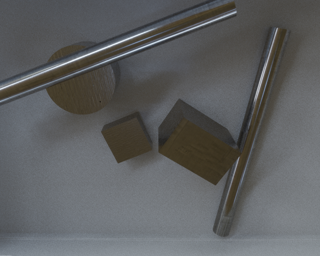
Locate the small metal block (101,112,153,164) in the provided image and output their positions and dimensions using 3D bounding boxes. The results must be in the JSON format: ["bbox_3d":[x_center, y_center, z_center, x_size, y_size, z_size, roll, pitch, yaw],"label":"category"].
[{"bbox_3d":[-0.043,0.013,0.415,0.050,0.025,0.050,-22,109,7],"label":"small metal block"}]

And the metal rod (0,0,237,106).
[{"bbox_3d":[-0.068,-0.075,0.329,0.301,0.025,0.025,-19,109,6],"label":"metal rod"}]

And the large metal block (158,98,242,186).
[{"bbox_3d":[0.045,0.014,0.388,0.080,0.080,0.050,31,107,-11],"label":"large metal block"}]

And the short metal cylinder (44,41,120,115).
[{"bbox_3d":[-0.091,-0.062,0.374,0.081,0.050,0.079,0,110,-1],"label":"short metal cylinder"}]

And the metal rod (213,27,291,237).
[{"bbox_3d":[0.118,0.019,0.420,0.025,0.025,0.298,9,110,-4],"label":"metal rod"}]
